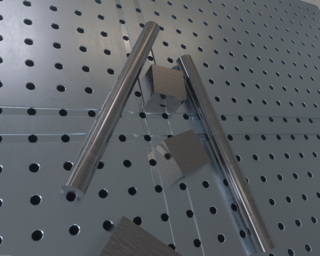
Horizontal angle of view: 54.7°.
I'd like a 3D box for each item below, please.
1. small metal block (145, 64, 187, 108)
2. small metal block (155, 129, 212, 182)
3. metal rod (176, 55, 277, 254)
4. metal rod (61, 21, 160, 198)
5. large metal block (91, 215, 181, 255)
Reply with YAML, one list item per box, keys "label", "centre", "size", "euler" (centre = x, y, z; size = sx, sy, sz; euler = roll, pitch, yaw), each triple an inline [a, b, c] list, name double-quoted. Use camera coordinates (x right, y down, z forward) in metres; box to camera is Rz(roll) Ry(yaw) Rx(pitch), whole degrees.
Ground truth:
- label: "small metal block"
  centre: [0.008, -0.061, 0.450]
  size: [0.050, 0.025, 0.050]
  euler: [9, 58, -24]
- label: "small metal block"
  centre: [0.030, 0.035, 0.403]
  size: [0.050, 0.025, 0.050]
  euler: [-19, 72, -35]
- label: "metal rod"
  centre: [0.086, 0.022, 0.441]
  size: [0.025, 0.025, 0.299]
  euler: [-6, 65, -31]
- label: "metal rod"
  centre: [-0.051, -0.048, 0.409]
  size: [0.025, 0.025, 0.300]
  euler: [27, 52, -11]
- label: "large metal block"
  centre: [-0.029, 0.144, 0.289]
  size: [0.080, 0.050, 0.080]
  euler: [36, 51, -5]
